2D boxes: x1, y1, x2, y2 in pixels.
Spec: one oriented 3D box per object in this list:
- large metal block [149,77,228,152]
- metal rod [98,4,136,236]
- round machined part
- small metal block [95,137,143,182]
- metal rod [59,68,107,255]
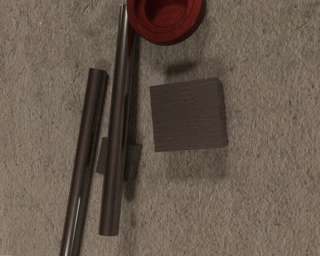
[{"bbox_3d":[0.037,-0.014,0.382,0.080,0.050,0.080,-5,88,19],"label":"large metal block"},{"bbox_3d":[-0.053,-0.015,0.405,0.025,0.025,0.298,2,82,19],"label":"metal rod"},{"bbox_3d":[0.011,-0.154,0.395,0.098,0.042,0.097,0,90,19],"label":"round machined part"},{"bbox_3d":[-0.056,0.042,0.428,0.050,0.025,0.050,13,94,19],"label":"small metal block"},{"bbox_3d":[-0.113,0.064,0.447,0.025,0.025,0.298,11,94,19],"label":"metal rod"}]
